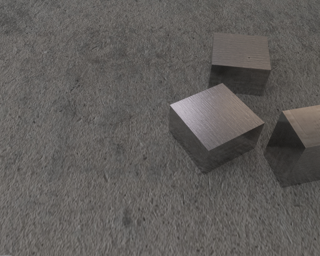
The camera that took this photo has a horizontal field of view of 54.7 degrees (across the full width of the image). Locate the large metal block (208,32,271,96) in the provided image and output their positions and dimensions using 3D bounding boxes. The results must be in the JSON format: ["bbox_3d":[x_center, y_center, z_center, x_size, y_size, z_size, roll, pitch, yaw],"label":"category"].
[{"bbox_3d":[0.118,-0.098,0.470,0.080,0.050,0.080,7,50,5],"label":"large metal block"}]

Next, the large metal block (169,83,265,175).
[{"bbox_3d":[0.067,-0.001,0.388,0.081,0.050,0.080,-24,54,-19],"label":"large metal block"}]

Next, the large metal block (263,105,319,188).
[{"bbox_3d":[0.176,0.020,0.352,0.081,0.080,0.050,-9,51,-8],"label":"large metal block"}]
